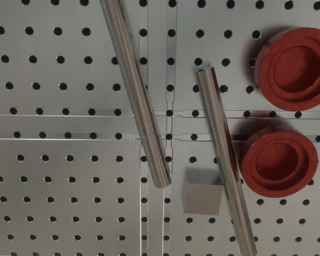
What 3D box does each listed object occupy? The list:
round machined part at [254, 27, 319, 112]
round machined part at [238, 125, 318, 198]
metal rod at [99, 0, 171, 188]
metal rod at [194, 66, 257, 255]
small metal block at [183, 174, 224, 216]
[{"bbox_3d":[0.164,-0.073,0.379,0.099,0.042,0.097,0,110,0],"label":"round machined part"},{"bbox_3d":[0.156,0.042,0.421,0.099,0.042,0.097,0,110,0],"label":"round machined part"},{"bbox_3d":[-0.032,-0.057,0.391,0.025,0.025,0.298,-13,110,5],"label":"metal rod"},{"bbox_3d":[0.097,0.060,0.436,0.025,0.025,0.298,-16,110,5],"label":"metal rod"},{"bbox_3d":[0.061,0.097,0.450,0.050,0.025,0.050,4,110,-2],"label":"small metal block"}]
